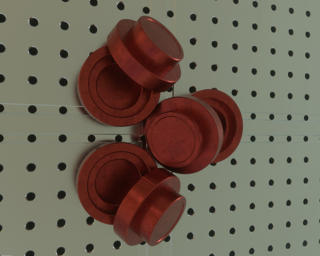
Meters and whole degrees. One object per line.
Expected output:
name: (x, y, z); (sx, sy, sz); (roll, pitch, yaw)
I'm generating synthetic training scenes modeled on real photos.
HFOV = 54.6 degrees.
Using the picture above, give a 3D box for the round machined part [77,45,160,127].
round machined part: (-0.052, -0.050, 0.383); (0.099, 0.042, 0.097); (0, 90, -20)

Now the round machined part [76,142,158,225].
round machined part: (-0.053, 0.065, 0.383); (0.099, 0.042, 0.097); (0, 90, -20)

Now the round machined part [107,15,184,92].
round machined part: (-0.010, -0.094, 0.370); (0.098, 0.042, 0.098); (32, 36, -26)

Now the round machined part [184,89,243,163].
round machined part: (0.060, -0.003, 0.425); (0.099, 0.042, 0.097); (0, 90, -20)

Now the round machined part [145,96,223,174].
round machined part: (0.024, 0.010, 0.380); (0.042, 0.098, 0.098); (-22, 100, -61)

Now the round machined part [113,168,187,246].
round machined part: (-0.005, 0.100, 0.371); (0.099, 0.042, 0.097); (-39, 146, -32)
